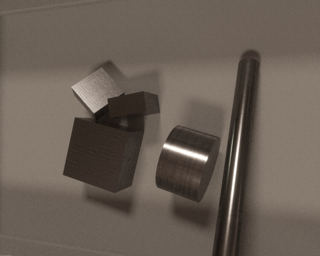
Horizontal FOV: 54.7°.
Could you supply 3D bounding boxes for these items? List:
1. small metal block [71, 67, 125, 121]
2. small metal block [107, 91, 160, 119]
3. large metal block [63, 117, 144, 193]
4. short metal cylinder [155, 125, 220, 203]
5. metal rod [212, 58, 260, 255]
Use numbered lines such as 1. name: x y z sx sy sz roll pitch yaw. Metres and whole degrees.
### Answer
1. small metal block: -0.084 -0.047 0.427 0.050 0.025 0.050 -38 76 -18
2. small metal block: -0.033 -0.029 0.408 0.050 0.050 0.025 -9 87 19
3. large metal block: -0.076 0.034 0.423 0.080 0.050 0.079 15 95 19
4. short metal cylinder: 0.035 0.042 0.368 0.050 0.080 0.079 17 96 19
5. metal rod: 0.076 0.058 0.318 0.025 0.025 0.299 5 66 19
